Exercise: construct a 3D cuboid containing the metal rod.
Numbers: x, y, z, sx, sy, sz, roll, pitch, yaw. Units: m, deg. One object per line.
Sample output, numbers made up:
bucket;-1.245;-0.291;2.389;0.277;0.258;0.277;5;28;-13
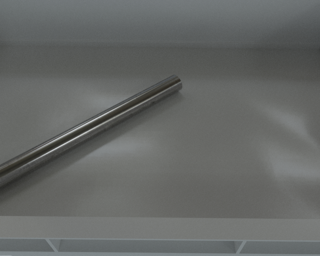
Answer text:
metal rod;-0.094;0.003;0.401;0.302;0.025;0.025;-31;57;-24
